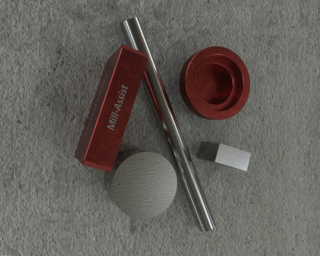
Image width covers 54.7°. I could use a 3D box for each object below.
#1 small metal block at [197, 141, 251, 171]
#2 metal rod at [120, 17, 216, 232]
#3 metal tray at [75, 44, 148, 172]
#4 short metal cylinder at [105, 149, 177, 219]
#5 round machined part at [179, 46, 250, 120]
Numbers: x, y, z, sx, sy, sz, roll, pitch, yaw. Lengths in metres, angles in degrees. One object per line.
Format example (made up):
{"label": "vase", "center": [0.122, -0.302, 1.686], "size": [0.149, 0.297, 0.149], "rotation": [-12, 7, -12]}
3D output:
{"label": "small metal block", "center": [0.087, 0.038, 0.428], "size": [0.050, 0.050, 0.025], "rotation": [18, 84, -20]}
{"label": "metal rod", "center": [0.014, 0.001, 0.417], "size": [0.025, 0.025, 0.298], "rotation": [-24, 98, -19]}
{"label": "metal tray", "center": [-0.059, -0.021, 0.355], "size": [0.030, 0.090, 0.129], "rotation": [20, 83, -19]}
{"label": "short metal cylinder", "center": [-0.025, 0.068, 0.388], "size": [0.081, 0.050, 0.079], "rotation": [0, 90, -21]}
{"label": "round machined part", "center": [0.071, -0.060, 0.429], "size": [0.099, 0.042, 0.097], "rotation": [0, 90, -21]}
